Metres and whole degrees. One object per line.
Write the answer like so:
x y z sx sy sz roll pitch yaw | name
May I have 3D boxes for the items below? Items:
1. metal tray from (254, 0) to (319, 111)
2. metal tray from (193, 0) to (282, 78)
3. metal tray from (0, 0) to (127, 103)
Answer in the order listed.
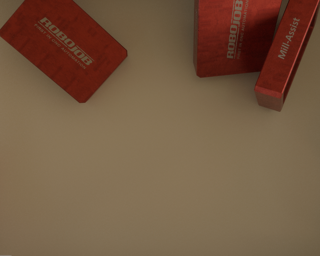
0.156 -0.091 0.378 0.030 0.090 0.129 22 90 22 | metal tray
0.087 -0.122 0.366 0.091 0.129 0.030 -6 50 -1 | metal tray
-0.117 -0.106 0.391 0.130 0.030 0.090 42 95 -12 | metal tray
